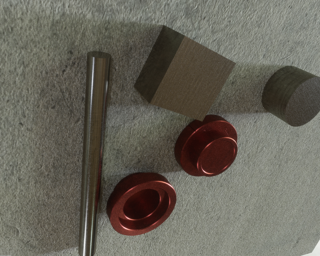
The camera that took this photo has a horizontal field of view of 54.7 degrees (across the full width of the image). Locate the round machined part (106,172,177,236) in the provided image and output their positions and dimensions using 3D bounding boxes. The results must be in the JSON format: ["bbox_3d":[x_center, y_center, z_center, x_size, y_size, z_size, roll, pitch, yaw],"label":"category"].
[{"bbox_3d":[-0.029,0.103,0.444,0.099,0.042,0.097,-14,124,-21],"label":"round machined part"}]

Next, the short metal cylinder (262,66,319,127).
[{"bbox_3d":[0.205,-0.049,0.473,0.081,0.050,0.079,-14,124,-21],"label":"short metal cylinder"}]

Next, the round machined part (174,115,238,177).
[{"bbox_3d":[0.074,0.033,0.457,0.099,0.042,0.097,-14,124,-21],"label":"round machined part"}]

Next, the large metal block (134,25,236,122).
[{"bbox_3d":[0.028,-0.063,0.368,0.081,0.050,0.080,17,110,-35],"label":"large metal block"}]

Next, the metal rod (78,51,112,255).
[{"bbox_3d":[-0.086,0.053,0.392,0.025,0.025,0.298,-5,121,-26],"label":"metal rod"}]
